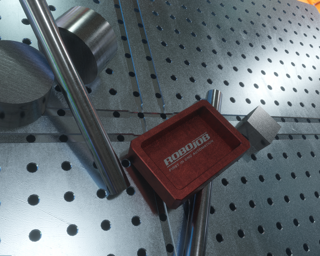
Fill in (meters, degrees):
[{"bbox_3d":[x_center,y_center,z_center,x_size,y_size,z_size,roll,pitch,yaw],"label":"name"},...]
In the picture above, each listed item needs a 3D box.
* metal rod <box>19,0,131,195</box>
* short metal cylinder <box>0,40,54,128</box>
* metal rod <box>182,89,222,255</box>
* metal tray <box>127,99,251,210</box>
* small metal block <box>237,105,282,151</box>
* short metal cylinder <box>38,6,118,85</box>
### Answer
[{"bbox_3d":[-0.104,-0.067,0.331,0.025,0.025,0.299,-28,97,-37],"label":"metal rod"},{"bbox_3d":[-0.160,-0.047,0.335,0.081,0.050,0.080,14,56,-21],"label":"short metal cylinder"},{"bbox_3d":[0.056,0.066,0.400,0.025,0.025,0.300,24,53,-14],"label":"metal rod"},{"bbox_3d":[0.037,0.027,0.386,0.131,0.030,0.090,-31,68,-29],"label":"metal tray"},{"bbox_3d":[0.160,-0.001,0.498,0.050,0.025,0.050,45,51,3],"label":"small metal block"},{"bbox_3d":[-0.100,-0.100,0.381,0.080,0.080,0.050,34,51,-7],"label":"short metal cylinder"}]
